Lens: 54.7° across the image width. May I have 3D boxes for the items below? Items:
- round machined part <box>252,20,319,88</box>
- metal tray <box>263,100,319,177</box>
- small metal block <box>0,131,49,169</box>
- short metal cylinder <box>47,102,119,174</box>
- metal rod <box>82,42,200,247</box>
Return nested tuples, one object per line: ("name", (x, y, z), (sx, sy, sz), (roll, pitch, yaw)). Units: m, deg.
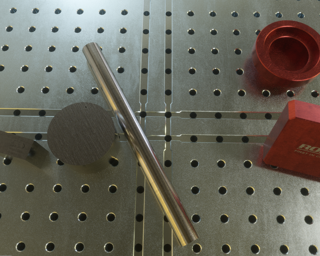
("round machined part", (0.180, -0.101, 0.442), (0.099, 0.042, 0.098), (0, 70, -1))
("metal tray", (0.202, 0.022, 0.369), (0.131, 0.089, 0.030), (14, 50, 4))
("small metal block", (-0.176, 0.027, 0.386), (0.050, 0.050, 0.025), (15, 71, 5))
("short metal cylinder", (-0.094, 0.014, 0.392), (0.081, 0.050, 0.080), (0, 70, 0))
("metal rod", (-0.033, 0.008, 0.408), (0.025, 0.025, 0.299), (-26, 72, -9))
